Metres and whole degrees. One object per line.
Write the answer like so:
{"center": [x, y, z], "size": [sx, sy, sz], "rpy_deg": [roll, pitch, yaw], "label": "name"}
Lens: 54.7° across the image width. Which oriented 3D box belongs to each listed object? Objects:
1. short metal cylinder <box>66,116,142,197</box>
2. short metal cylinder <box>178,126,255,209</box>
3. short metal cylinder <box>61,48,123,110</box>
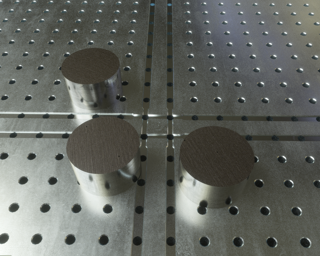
{"center": [-0.063, 0.033, 0.363], "size": [0.081, 0.050, 0.080], "rpy_deg": [0, 50, 0], "label": "short metal cylinder"}
{"center": [0.062, 0.044, 0.354], "size": [0.081, 0.050, 0.080], "rpy_deg": [0, 50, 0], "label": "short metal cylinder"}
{"center": [-0.097, -0.072, 0.451], "size": [0.081, 0.050, 0.080], "rpy_deg": [0, 50, 0], "label": "short metal cylinder"}
